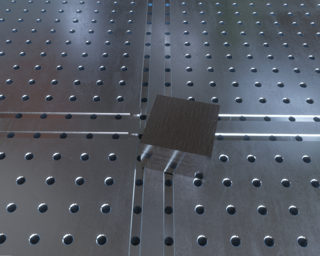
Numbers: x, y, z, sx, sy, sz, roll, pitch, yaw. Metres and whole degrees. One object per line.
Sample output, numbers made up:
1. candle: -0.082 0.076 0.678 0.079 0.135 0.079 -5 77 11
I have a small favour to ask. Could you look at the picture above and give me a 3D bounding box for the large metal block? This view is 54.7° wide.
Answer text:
1. large metal block: 0.026 0.010 0.383 0.080 0.050 0.080 11 51 8
